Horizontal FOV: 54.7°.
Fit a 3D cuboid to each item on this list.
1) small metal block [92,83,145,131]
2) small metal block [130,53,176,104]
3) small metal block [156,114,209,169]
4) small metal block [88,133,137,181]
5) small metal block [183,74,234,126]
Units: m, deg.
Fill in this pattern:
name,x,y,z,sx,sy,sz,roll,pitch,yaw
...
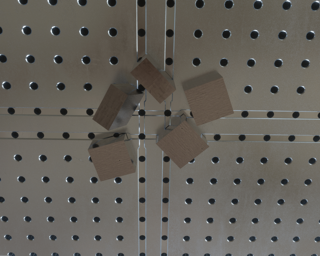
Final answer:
name,x,y,z,sx,sy,sz,roll,pitch,yaw
small metal block,-0.051,-0.028,0.386,0.025,0.050,0.050,35,108,11
small metal block,-0.008,-0.062,0.377,0.025,0.050,0.050,-41,106,13
small metal block,0.030,0.018,0.421,0.050,0.025,0.050,-40,106,13
small metal block,-0.065,0.040,0.427,0.050,0.025,0.050,-15,110,5
small metal block,0.062,-0.037,0.401,0.050,0.025,0.050,-20,109,6
